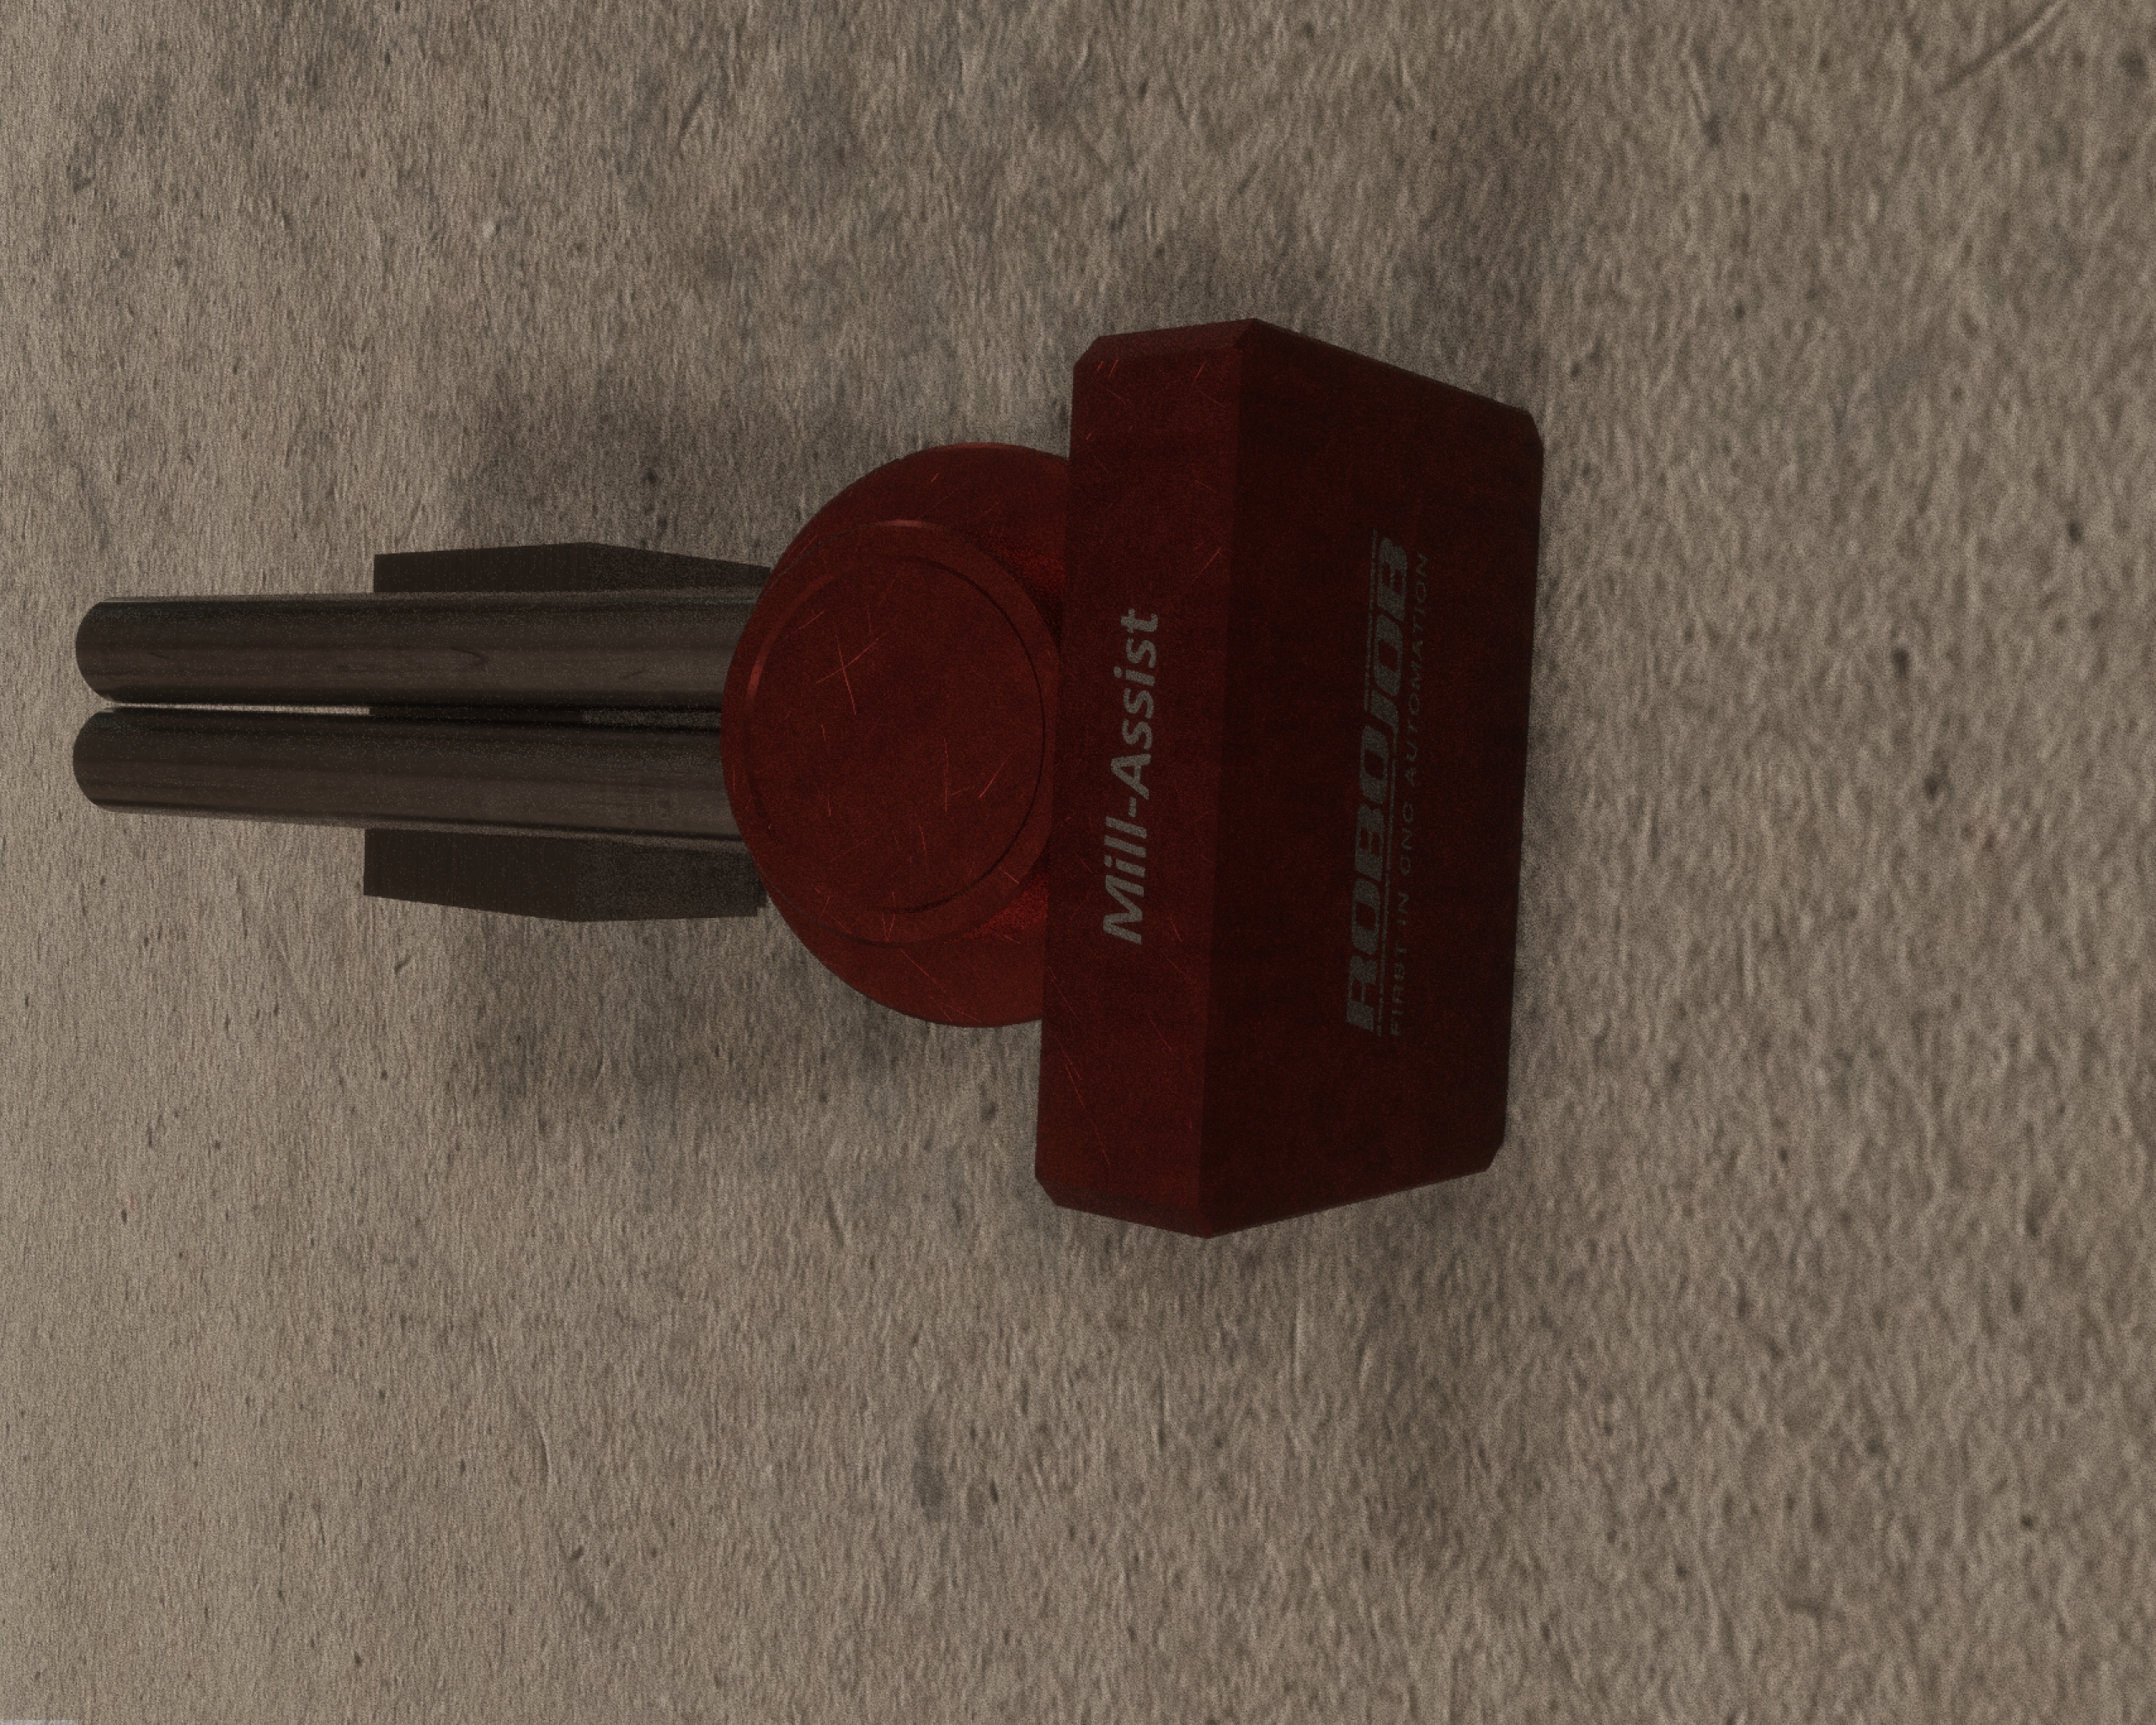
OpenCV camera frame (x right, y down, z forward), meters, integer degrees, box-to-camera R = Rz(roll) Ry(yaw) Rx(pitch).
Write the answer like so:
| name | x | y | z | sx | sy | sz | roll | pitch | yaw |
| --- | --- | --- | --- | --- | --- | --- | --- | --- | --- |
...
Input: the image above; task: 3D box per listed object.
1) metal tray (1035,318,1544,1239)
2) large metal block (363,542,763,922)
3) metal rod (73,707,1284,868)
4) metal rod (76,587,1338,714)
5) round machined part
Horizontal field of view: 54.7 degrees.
| name | x | y | z | sx | sy | sz | roll | pitch | yaw |
| --- | --- | --- | --- | --- | --- | --- | --- | --- | --- |
| metal tray | 0.036 | -0.012 | 0.332 | 0.030 | 0.091 | 0.129 | 5 | 93 | 40 |
| large metal block | -0.118 | -0.030 | 0.480 | 0.080 | 0.050 | 0.079 | 4 | 93 | 39 |
| metal rod | -0.089 | -0.016 | 0.419 | 0.301 | 0.025 | 0.025 | 4 | 92 | 27 |
| metal rod | -0.088 | -0.042 | 0.418 | 0.301 | 0.025 | 0.025 | 3 | 92 | 27 |
| round machined part | -0.020 | -0.021 | 0.346 | 0.098 | 0.042 | 0.097 | 1 | 93 | 29 |
